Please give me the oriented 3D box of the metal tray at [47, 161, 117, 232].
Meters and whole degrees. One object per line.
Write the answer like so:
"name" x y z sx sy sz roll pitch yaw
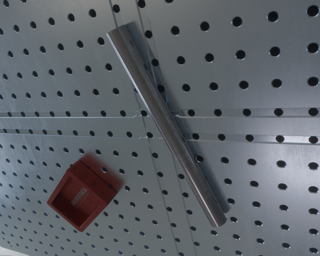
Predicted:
"metal tray" -0.146 0.128 0.563 0.090 0.030 0.129 41 129 0

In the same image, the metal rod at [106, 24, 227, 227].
"metal rod" 0.016 0.009 0.408 0.025 0.025 0.299 -17 110 35
